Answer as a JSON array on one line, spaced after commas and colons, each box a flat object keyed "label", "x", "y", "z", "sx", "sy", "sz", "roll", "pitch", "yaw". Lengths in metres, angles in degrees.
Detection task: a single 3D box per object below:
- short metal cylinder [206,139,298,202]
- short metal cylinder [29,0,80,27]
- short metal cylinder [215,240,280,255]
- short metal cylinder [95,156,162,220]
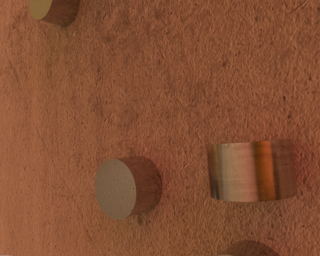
[{"label": "short metal cylinder", "x": 0.086, "y": 0.038, "z": 0.298, "sx": 0.080, "sy": 0.081, "sz": 0.050, "roll": -7, "pitch": 86, "yaw": 40}, {"label": "short metal cylinder", "x": -0.185, "y": -0.224, "z": 0.542, "sx": 0.080, "sy": 0.050, "sz": 0.080, "roll": 0, "pitch": 90, "yaw": 40}, {"label": "short metal cylinder", "x": 0.088, "y": 0.163, "z": 0.316, "sx": 0.080, "sy": 0.050, "sz": 0.080, "roll": 0, "pitch": 90, "yaw": 40}, {"label": "short metal cylinder", "x": -0.044, "y": 0.080, "z": 0.425, "sx": 0.080, "sy": 0.050, "sz": 0.080, "roll": 0, "pitch": 90, "yaw": 40}]
